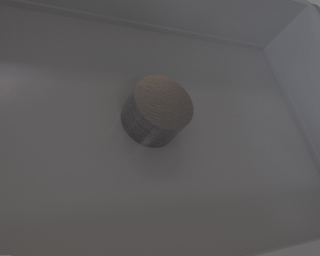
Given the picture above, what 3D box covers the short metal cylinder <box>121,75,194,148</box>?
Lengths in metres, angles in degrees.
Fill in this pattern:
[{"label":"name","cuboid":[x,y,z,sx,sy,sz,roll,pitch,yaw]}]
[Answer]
[{"label":"short metal cylinder","cuboid":[-0.004,-0.021,0.400,0.081,0.050,0.080,13,56,-21]}]
